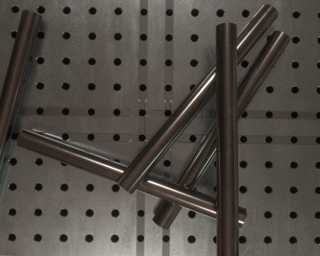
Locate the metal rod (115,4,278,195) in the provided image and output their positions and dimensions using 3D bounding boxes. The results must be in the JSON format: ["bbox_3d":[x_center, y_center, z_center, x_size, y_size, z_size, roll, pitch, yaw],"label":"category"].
[{"bbox_3d":[0.052,-0.043,0.391,0.025,0.025,0.300,40,81,0],"label":"metal rod"}]

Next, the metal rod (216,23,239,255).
[{"bbox_3d":[0.079,0.026,0.363,0.025,0.025,0.298,1,85,-1],"label":"metal rod"}]

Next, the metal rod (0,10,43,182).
[{"bbox_3d":[-0.206,-0.007,0.410,0.025,0.025,0.298,15,90,-1],"label":"metal rod"}]

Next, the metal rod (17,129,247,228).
[{"bbox_3d":[-0.040,0.062,0.395,0.301,0.025,0.025,19,90,6],"label":"metal rod"}]

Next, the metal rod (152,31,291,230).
[{"bbox_3d":[0.082,0.003,0.414,0.025,0.025,0.299,33,90,-1],"label":"metal rod"}]
